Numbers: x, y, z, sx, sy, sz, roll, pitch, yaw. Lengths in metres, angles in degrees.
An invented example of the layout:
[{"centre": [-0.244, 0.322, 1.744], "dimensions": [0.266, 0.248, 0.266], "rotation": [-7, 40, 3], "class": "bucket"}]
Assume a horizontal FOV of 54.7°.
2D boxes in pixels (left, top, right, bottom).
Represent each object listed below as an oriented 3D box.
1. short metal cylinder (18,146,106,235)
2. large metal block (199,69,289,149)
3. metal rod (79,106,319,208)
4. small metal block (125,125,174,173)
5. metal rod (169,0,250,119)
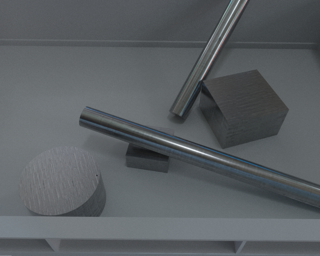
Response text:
[{"centre": [-0.101, 0.066, 0.332], "dimensions": [0.081, 0.050, 0.080], "rotation": [0, 50, 0], "class": "short metal cylinder"}, {"centre": [0.107, -0.027, 0.413], "dimensions": [0.081, 0.050, 0.080], "rotation": [-13, 52, -12], "class": "large metal block"}, {"centre": [0.053, 0.034, 0.352], "dimensions": [0.301, 0.025, 0.025], "rotation": [19, 52, 5], "class": "metal rod"}, {"centre": [-0.011, 0.025, 0.384], "dimensions": [0.050, 0.025, 0.050], "rotation": [8, 50, 6], "class": "small metal block"}, {"centre": [0.095, -0.148, 0.433], "dimensions": [0.025, 0.025, 0.299], "rotation": [28, 86, 21], "class": "metal rod"}]
